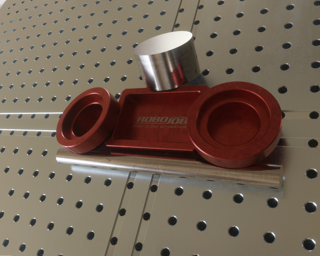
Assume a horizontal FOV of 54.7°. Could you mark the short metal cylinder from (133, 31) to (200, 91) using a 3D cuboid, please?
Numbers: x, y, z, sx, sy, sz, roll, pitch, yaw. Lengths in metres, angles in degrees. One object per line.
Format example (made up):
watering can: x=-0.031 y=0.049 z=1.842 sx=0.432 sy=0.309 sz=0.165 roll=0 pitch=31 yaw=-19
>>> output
short metal cylinder: x=0.010 y=-0.092 z=0.420 sx=0.080 sy=0.050 sz=0.080 roll=-13 pitch=31 yaw=8

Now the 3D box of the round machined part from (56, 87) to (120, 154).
round machined part: x=-0.096 y=-0.006 z=0.441 sx=0.098 sy=0.042 sz=0.098 roll=-20 pitch=49 yaw=25

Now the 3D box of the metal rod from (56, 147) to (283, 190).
metal rod: x=-0.011 y=0.045 z=0.381 sx=0.300 sy=0.025 sz=0.025 roll=2 pitch=63 yaw=29

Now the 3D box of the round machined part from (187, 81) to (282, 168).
round machined part: x=0.082 y=-0.001 z=0.343 sx=0.098 sy=0.042 sz=0.098 roll=-9 pitch=58 yaw=14

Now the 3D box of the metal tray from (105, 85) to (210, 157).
metal tray: x=0.000 y=-0.009 z=0.405 sx=0.130 sy=0.030 sz=0.090 roll=1 pitch=63 yaw=28
